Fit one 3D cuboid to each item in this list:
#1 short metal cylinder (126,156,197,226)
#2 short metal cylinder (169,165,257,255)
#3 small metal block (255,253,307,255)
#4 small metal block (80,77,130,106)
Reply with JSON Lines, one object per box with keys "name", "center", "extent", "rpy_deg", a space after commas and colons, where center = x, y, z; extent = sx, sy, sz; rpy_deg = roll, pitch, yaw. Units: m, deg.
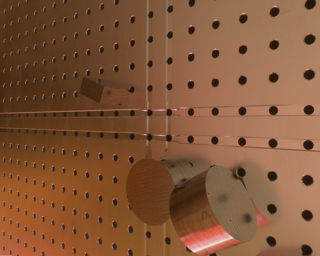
{"name": "short metal cylinder", "center": [0.004, 0.076, 0.390], "extent": [0.080, 0.050, 0.079], "rpy_deg": [0, 90, 40]}
{"name": "short metal cylinder", "center": [0.056, 0.086, 0.327], "extent": [0.050, 0.081, 0.080], "rpy_deg": [-36, 68, 34]}
{"name": "small metal block", "center": [0.123, 0.154, 0.308], "extent": [0.050, 0.025, 0.050], "rpy_deg": [-19, 78, 38]}
{"name": "small metal block", "center": [-0.082, -0.055, 0.461], "extent": [0.050, 0.050, 0.025], "rpy_deg": [28, 107, 36]}
